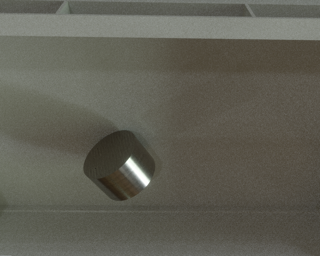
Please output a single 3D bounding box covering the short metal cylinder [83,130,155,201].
[{"bbox_3d":[-0.054,0.049,0.414,0.080,0.080,0.050,-22,127,18],"label":"short metal cylinder"}]
